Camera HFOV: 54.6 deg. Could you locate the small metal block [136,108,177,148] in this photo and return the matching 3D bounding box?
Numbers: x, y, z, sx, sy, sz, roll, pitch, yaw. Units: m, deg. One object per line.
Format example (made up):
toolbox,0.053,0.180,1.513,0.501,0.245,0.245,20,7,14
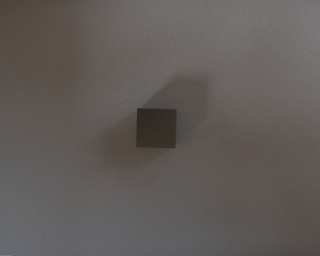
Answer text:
small metal block,-0.005,0.000,0.408,0.050,0.025,0.050,2,90,0
